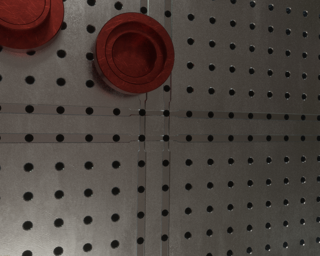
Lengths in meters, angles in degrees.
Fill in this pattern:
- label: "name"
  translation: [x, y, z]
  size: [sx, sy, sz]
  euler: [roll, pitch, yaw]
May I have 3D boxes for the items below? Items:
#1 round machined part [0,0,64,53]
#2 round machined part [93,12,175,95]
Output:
- label: "round machined part"
  translation: [-0.158, -0.137, 0.345]
  size: [0.099, 0.042, 0.097]
  euler: [0, 90, -21]
- label: "round machined part"
  translation: [-0.035, -0.090, 0.391]
  size: [0.099, 0.042, 0.097]
  euler: [0, 90, -21]
